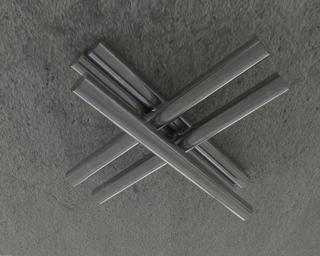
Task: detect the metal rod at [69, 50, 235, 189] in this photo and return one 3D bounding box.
[{"bbox_3d":[0.008,0.008,0.415,0.025,0.025,0.301,-34,123,25],"label":"metal rod"}]

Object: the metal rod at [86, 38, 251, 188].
[{"bbox_3d":[0.029,-0.003,0.406,0.025,0.025,0.301,-34,123,25],"label":"metal rod"}]

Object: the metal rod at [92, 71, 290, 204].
[{"bbox_3d":[0.021,0.025,0.397,0.299,0.025,0.025,-34,123,25],"label":"metal rod"}]

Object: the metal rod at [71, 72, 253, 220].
[{"bbox_3d":[0.022,0.038,0.376,0.025,0.025,0.301,-35,122,26],"label":"metal rod"}]

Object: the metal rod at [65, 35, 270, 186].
[{"bbox_3d":[-0.010,-0.006,0.371,0.299,0.025,0.025,-34,123,25],"label":"metal rod"}]
